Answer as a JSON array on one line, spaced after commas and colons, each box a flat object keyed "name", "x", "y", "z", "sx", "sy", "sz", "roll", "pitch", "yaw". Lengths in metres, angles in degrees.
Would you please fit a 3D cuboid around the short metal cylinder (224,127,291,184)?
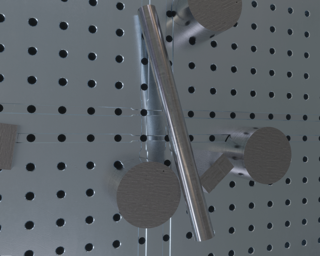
[{"name": "short metal cylinder", "x": 0.142, "y": 0.038, "z": 0.452, "sx": 0.081, "sy": 0.050, "sz": 0.079, "roll": 0, "pitch": 90, "yaw": -20}]

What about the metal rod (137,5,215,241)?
[{"name": "metal rod", "x": 0.018, "y": -0.011, "z": 0.390, "sx": 0.025, "sy": 0.025, "sz": 0.298, "roll": -12, "pitch": 83, "yaw": -20}]

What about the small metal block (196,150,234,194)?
[{"name": "small metal block", "x": 0.064, "y": 0.058, "z": 0.423, "sx": 0.050, "sy": 0.050, "sz": 0.025, "roll": -43, "pitch": 104, "yaw": -15}]

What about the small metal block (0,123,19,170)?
[{"name": "small metal block", "x": -0.188, "y": 0.018, "z": 0.343, "sx": 0.050, "sy": 0.025, "sz": 0.050, "roll": 8, "pitch": 87, "yaw": -20}]

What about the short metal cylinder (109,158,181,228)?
[{"name": "short metal cylinder", "x": -0.020, "y": 0.080, "z": 0.392, "sx": 0.081, "sy": 0.050, "sz": 0.079, "roll": 0, "pitch": 90, "yaw": -20}]

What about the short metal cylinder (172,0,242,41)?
[{"name": "short metal cylinder", "x": 0.063, "y": -0.165, "z": 0.423, "sx": 0.081, "sy": 0.050, "sz": 0.079, "roll": 0, "pitch": 90, "yaw": -20}]
